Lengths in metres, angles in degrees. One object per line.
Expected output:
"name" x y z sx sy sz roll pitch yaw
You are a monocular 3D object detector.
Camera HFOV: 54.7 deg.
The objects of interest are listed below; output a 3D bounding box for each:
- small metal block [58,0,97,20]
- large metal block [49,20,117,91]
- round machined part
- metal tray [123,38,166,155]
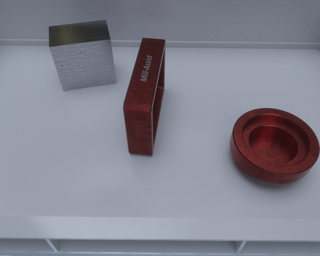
"small metal block" -0.162 -0.242 0.609 0.050 0.025 0.050 20 53 15
"large metal block" -0.112 -0.106 0.457 0.081 0.080 0.050 -10 51 -9
"round machined part" 0.134 0.025 0.375 0.099 0.042 0.098 0 50 0
"metal tray" -0.016 -0.042 0.397 0.030 0.089 0.130 6 50 5
